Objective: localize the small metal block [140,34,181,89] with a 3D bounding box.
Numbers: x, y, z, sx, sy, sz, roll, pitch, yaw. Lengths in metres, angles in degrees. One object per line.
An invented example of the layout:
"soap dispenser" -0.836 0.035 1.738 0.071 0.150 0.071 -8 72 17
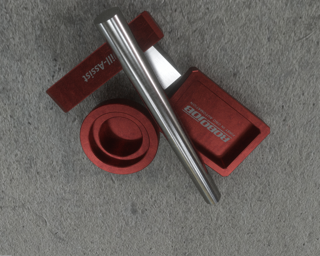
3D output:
"small metal block" -0.005 -0.080 0.363 0.025 0.050 0.050 -40 120 16

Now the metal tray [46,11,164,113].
"metal tray" -0.057 -0.077 0.346 0.130 0.090 0.030 -35 107 12

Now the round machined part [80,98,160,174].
"round machined part" -0.049 0.008 0.400 0.099 0.042 0.097 2 113 5

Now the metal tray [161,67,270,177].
"metal tray" 0.065 -0.006 0.407 0.130 0.030 0.090 36 106 -13

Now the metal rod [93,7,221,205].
"metal rod" 0.016 0.003 0.355 0.025 0.025 0.299 -25 130 8
